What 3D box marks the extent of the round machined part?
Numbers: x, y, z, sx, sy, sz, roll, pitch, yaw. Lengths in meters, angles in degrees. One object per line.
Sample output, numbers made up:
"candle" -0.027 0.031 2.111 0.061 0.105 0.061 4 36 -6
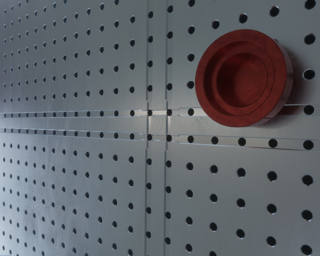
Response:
"round machined part" 0.089 -0.049 0.325 0.098 0.042 0.097 0 90 40
